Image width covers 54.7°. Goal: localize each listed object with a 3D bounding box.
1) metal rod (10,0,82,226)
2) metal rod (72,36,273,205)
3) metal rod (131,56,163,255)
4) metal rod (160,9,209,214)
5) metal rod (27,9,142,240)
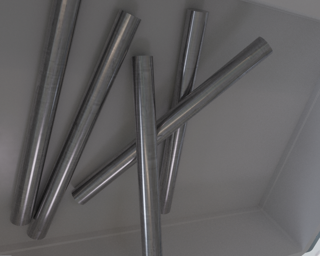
[{"bbox_3d":[-0.123,-0.018,0.329,0.025,0.025,0.298,7,115,-32],"label":"metal rod"},{"bbox_3d":[0.008,-0.003,0.384,0.300,0.025,0.025,-39,130,9],"label":"metal rod"},{"bbox_3d":[-0.013,0.067,0.368,0.025,0.025,0.298,-6,98,-25],"label":"metal rod"},{"bbox_3d":[0.024,-0.003,0.419,0.025,0.025,0.298,-6,121,-25],"label":"metal rod"},{"bbox_3d":[-0.096,0.010,0.362,0.025,0.025,0.298,15,110,-35],"label":"metal rod"}]
